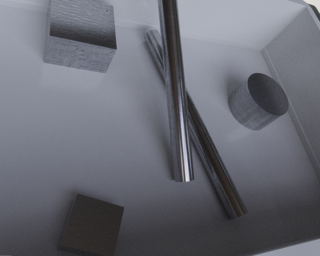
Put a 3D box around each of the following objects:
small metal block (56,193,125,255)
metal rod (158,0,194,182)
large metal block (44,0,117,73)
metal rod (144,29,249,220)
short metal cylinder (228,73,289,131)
[{"bbox_3d":[-0.068,0.099,0.309,0.050,0.025,0.050,21,54,-16],"label":"small metal block"},{"bbox_3d":[0.017,-0.083,0.389,0.025,0.025,0.298,-5,89,-31],"label":"metal rod"},{"bbox_3d":[-0.106,-0.126,0.410,0.081,0.050,0.080,6,59,-26],"label":"large metal block"},{"bbox_3d":[0.044,-0.017,0.441,0.025,0.025,0.299,-11,67,-33],"label":"metal rod"},{"bbox_3d":[0.159,-0.042,0.504,0.081,0.050,0.080,14,56,-21],"label":"short metal cylinder"}]
